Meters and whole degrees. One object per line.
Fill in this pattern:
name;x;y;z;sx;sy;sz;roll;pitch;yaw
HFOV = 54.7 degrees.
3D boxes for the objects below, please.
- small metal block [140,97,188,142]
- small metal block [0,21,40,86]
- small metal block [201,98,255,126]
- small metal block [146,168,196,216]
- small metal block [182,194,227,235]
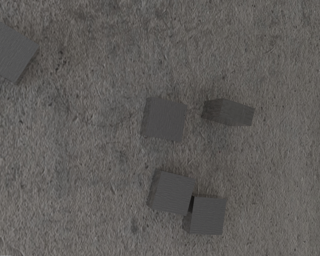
small metal block;0.005;-0.011;0.411;0.050;0.025;0.050;12;86;-20
small metal block;-0.171;-0.083;0.346;0.050;0.025;0.050;31;80;-18
small metal block;0.093;-0.021;0.430;0.050;0.050;0.025;15;85;-20
small metal block;0.014;0.085;0.414;0.050;0.025;0.050;17;84;-19
small metal block;0.062;0.120;0.432;0.050;0.025;0.050;9;87;-20
